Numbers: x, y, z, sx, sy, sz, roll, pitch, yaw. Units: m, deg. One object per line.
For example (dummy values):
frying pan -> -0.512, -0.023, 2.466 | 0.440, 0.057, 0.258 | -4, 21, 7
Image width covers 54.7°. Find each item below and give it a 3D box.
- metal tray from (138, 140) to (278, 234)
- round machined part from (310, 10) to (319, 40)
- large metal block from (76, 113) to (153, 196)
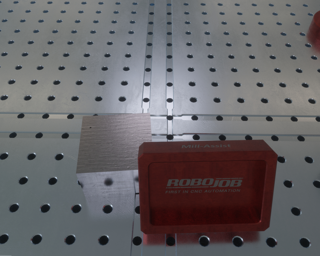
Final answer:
metal tray -> 0.045, 0.060, 0.313 | 0.131, 0.089, 0.030 | -1, 19, -1
round machined part -> 0.330, -0.193, 0.561 | 0.099, 0.042, 0.098 | 0, 50, 0
large metal block -> -0.049, 0.030, 0.366 | 0.081, 0.050, 0.080 | -3, 50, -3
